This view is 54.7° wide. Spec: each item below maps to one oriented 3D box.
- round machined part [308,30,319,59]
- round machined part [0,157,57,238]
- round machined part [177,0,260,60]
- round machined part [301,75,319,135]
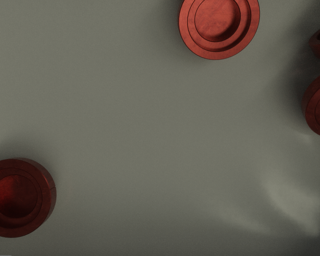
[{"bbox_3d":[0.240,-0.112,0.378,0.098,0.098,0.042,-36,103,0],"label":"round machined part"},{"bbox_3d":[-0.183,0.087,0.401,0.099,0.042,0.097,0,90,0],"label":"round machined part"},{"bbox_3d":[0.070,-0.139,0.390,0.099,0.042,0.097,-1,119,-2],"label":"round machined part"},{"bbox_3d":[0.229,-0.037,0.389,0.099,0.042,0.097,3,127,4],"label":"round machined part"}]
